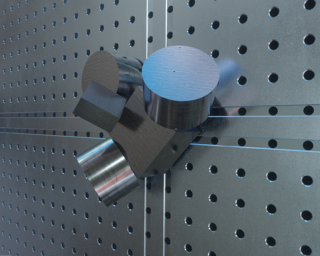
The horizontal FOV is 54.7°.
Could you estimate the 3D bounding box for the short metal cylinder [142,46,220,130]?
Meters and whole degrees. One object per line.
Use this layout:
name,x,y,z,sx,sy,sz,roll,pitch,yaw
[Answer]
short metal cylinder,0.021,-0.045,0.342,0.080,0.081,0.050,51,158,28

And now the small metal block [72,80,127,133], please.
small metal block,-0.073,-0.028,0.384,0.025,0.050,0.050,-53,16,29

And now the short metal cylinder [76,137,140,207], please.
short metal cylinder,-0.070,0.059,0.419,0.050,0.080,0.080,-32,70,-13

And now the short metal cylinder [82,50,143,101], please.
short metal cylinder,-0.067,-0.066,0.444,0.080,0.050,0.079,0,90,40

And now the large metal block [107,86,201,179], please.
large metal block,-0.010,0.005,0.394,0.080,0.050,0.080,52,120,27
